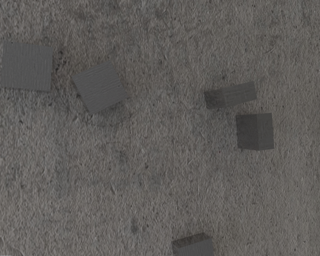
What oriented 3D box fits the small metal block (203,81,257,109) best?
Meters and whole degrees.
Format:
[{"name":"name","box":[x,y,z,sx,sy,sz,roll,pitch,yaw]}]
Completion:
[{"name":"small metal block","box":[0.097,-0.045,0.431,0.050,0.050,0.025,-15,95,-19]}]

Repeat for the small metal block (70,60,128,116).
[{"name":"small metal block","box":[-0.075,-0.049,0.381,0.050,0.025,0.050,-28,100,-18]}]

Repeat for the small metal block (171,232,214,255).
[{"name":"small metal block","box":[0.046,0.178,0.426,0.050,0.025,0.050,-9,93,-20]}]

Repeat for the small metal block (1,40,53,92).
[{"name":"small metal block","box":[-0.151,-0.068,0.353,0.050,0.025,0.050,4,89,-20]}]

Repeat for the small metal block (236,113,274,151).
[{"name":"small metal block","box":[0.136,0.005,0.446,0.025,0.050,0.050,-5,92,-20]}]
